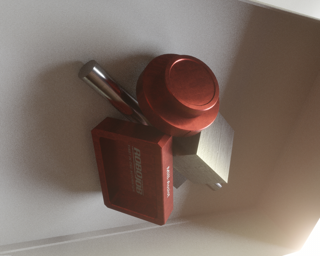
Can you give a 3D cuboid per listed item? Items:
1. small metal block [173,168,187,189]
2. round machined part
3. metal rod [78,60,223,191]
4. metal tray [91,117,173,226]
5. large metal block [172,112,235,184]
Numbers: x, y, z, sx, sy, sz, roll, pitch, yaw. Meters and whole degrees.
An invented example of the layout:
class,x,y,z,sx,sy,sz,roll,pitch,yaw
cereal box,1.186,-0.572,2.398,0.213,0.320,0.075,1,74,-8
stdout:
class,x,y,z,sx,sy,sz,roll,pitch,yaw
small metal block,0.008,0.050,0.427,0.025,0.050,0.050,-44,130,2
round machined part,0.027,-0.042,0.347,0.099,0.098,0.042,-2,160,-28
metal rod,0.008,0.016,0.422,0.025,0.025,0.300,-45,130,3
metal tray,-0.031,0.056,0.385,0.030,0.090,0.129,-51,146,-50
large metal block,0.054,0.020,0.409,0.080,0.050,0.080,43,51,-39
